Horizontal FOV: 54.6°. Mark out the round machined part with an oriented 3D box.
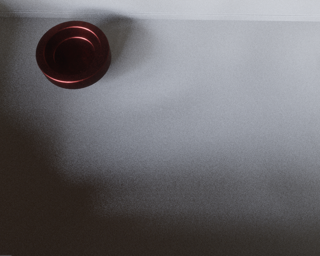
[{"bbox_3d":[-0.118,-0.097,0.436,0.099,0.042,0.098,0,70,0],"label":"round machined part"}]
